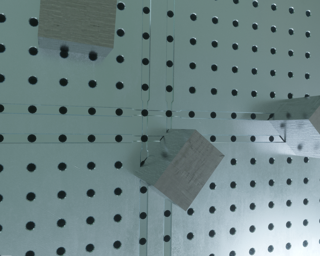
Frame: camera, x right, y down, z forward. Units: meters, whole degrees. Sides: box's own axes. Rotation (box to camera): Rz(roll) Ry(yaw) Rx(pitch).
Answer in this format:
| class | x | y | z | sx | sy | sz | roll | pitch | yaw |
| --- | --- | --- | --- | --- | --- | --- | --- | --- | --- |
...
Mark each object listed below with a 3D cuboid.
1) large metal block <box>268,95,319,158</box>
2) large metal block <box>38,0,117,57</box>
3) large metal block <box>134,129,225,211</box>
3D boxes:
| class | x | y | z | sx | sy | sz | roll | pitch | yaw |
| --- | --- | --- | --- | --- | --- | --- | --- | --- | --- |
| large metal block | 0.228 | -0.001 | 0.467 | 0.050 | 0.080 | 0.080 | -46 | 105 | -14 |
| large metal block | -0.096 | -0.133 | 0.363 | 0.081 | 0.050 | 0.080 | 4 | 89 | -20 |
| large metal block | 0.021 | 0.048 | 0.391 | 0.050 | 0.080 | 0.080 | 41 | 77 | -16 |
